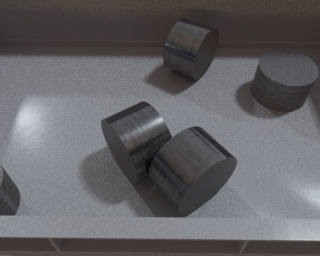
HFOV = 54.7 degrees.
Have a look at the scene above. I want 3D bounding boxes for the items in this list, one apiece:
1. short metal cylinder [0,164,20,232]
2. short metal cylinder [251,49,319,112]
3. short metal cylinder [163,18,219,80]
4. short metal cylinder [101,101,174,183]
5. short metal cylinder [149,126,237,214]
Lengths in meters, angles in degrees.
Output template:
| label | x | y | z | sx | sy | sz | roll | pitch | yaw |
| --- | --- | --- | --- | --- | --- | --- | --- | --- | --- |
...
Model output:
| label | x | y | z | sx | sy | sz | roll | pitch | yaw |
| --- | --- | --- | --- | --- | --- | --- | --- | --- | --- |
| short metal cylinder | -0.198 | 0.073 | 0.326 | 0.080 | 0.050 | 0.080 | 0 | 50 | 0 |
| short metal cylinder | 0.178 | -0.069 | 0.448 | 0.080 | 0.050 | 0.080 | 0 | 50 | 0 |
| short metal cylinder | 0.048 | -0.120 | 0.470 | 0.050 | 0.080 | 0.080 | 27 | 55 | 21 |
| short metal cylinder | -0.026 | 0.016 | 0.356 | 0.050 | 0.080 | 0.080 | -28 | 55 | -21 |
| short metal cylinder | 0.035 | 0.045 | 0.332 | 0.081 | 0.080 | 0.050 | -31 | 57 | -23 |
